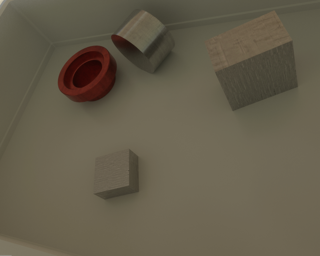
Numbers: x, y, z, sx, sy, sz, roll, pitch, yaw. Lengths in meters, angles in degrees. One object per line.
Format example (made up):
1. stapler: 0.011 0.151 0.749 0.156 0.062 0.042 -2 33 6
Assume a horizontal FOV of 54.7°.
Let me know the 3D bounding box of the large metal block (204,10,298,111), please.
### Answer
1. large metal block: 0.107 -0.074 0.359 0.080 0.080 0.050 -21 54 15

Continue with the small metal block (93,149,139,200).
1. small metal block: -0.056 0.059 0.397 0.050 0.025 0.050 -16 55 18

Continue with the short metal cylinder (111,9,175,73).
1. short metal cylinder: -0.025 -0.128 0.460 0.080 0.080 0.050 31 79 37

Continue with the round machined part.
1. round machined part: -0.112 -0.082 0.502 0.098 0.042 0.098 -13 56 20
